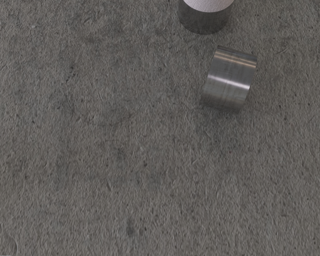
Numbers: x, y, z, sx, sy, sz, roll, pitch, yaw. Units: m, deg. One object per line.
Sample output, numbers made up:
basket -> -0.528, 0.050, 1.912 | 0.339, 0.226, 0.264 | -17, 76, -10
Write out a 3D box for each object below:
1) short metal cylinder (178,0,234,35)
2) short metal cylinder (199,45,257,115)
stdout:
short metal cylinder -> 0.068, -0.189, 0.464 | 0.081, 0.050, 0.080 | 0, 70, 0
short metal cylinder -> 0.087, -0.062, 0.402 | 0.050, 0.080, 0.080 | 18, 71, 6
